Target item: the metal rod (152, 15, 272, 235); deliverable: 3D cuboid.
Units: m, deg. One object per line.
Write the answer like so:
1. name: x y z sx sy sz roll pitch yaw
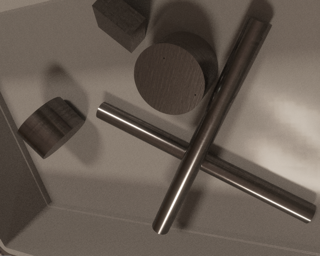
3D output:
1. metal rod: 0.048 0.019 0.367 0.025 0.025 0.298 27 119 11

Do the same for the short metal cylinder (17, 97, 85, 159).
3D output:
1. short metal cylinder: -0.158 0.000 0.454 0.050 0.080 0.080 46 129 -4

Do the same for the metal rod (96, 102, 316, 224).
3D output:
1. metal rod: 0.050 0.040 0.405 0.301 0.025 0.025 26 127 11

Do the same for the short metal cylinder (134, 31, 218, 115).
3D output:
1. short metal cylinder: 0.019 -0.061 0.344 0.080 0.050 0.079 13 124 20

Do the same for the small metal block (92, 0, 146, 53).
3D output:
1. small metal block: -0.044 -0.116 0.341 0.050 0.025 0.050 39 173 1
